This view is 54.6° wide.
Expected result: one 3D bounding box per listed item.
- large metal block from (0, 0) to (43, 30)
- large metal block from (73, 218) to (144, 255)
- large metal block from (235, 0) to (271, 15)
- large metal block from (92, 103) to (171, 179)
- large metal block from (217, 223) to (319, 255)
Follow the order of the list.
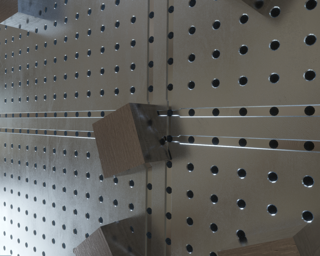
[{"bbox_3d":[-0.283,-0.256,0.630,0.080,0.050,0.080,-5,87,40],"label":"large metal block"},{"bbox_3d":[-0.072,0.193,0.454,0.080,0.050,0.080,-45,63,31],"label":"large metal block"},{"bbox_3d":[0.088,-0.178,0.321,0.080,0.050,0.080,44,117,31],"label":"large metal block"},{"bbox_3d":[-0.042,0.019,0.429,0.080,0.050,0.080,-25,74,37],"label":"large metal block"},{"bbox_3d":[0.114,0.146,0.299,0.080,0.050,0.080,-29,72,36],"label":"large metal block"}]
